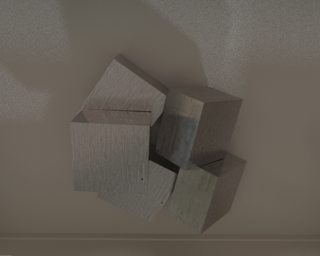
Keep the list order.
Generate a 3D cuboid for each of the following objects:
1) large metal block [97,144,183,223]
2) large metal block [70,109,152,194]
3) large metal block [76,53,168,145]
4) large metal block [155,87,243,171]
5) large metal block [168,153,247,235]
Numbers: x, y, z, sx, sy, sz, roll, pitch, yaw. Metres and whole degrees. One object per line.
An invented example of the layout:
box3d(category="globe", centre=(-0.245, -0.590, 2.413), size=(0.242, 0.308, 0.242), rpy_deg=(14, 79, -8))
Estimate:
box3d(category="large metal block", centre=(-0.026, 0.067, 0.418), size=(0.080, 0.050, 0.080), rpy_deg=(28, 107, -11))
box3d(category="large metal block", centre=(-0.052, 0.025, 0.350), size=(0.081, 0.050, 0.079), rpy_deg=(3, 109, 0))
box3d(category="large metal block", centre=(-0.042, -0.033, 0.384), size=(0.080, 0.050, 0.080), rpy_deg=(34, 106, -12))
box3d(category="large metal block", centre=(0.047, -0.003, 0.373), size=(0.081, 0.050, 0.079), rpy_deg=(-9, 119, -46))
box3d(category="large metal block", centre=(0.062, 0.077, 0.402), size=(0.050, 0.081, 0.079), rpy_deg=(26, 113, 32))
